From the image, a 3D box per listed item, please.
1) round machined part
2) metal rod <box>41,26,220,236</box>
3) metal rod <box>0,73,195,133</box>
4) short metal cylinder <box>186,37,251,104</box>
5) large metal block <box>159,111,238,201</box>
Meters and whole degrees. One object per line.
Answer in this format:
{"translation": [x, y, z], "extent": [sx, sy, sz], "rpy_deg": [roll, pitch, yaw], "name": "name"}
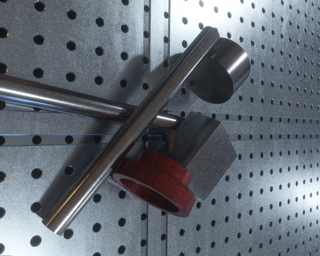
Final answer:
{"translation": [-0.002, 0.061, 0.362], "extent": [0.098, 0.098, 0.042], "rpy_deg": [45, 63, -31], "name": "round machined part"}
{"translation": [-0.021, -0.011, 0.359], "extent": [0.300, 0.025, 0.025], "rpy_deg": [-52, 121, -17], "name": "metal rod"}
{"translation": [-0.067, -0.022, 0.354], "extent": [0.302, 0.025, 0.025], "rpy_deg": [11, 83, -40], "name": "metal rod"}
{"translation": [0.081, -0.081, 0.443], "extent": [0.050, 0.080, 0.080], "rpy_deg": [-46, 118, -30], "name": "short metal cylinder"}
{"translation": [0.051, 0.038, 0.417], "extent": [0.080, 0.050, 0.080], "rpy_deg": [-50, 135, -16], "name": "large metal block"}
